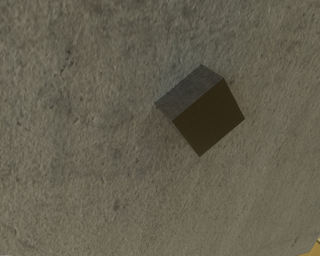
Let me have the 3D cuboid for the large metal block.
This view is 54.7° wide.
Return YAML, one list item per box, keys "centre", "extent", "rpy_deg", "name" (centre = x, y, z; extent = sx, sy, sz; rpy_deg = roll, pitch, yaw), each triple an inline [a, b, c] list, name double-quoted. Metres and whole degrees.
- centre: [0.053, -0.022, 0.408]
  extent: [0.080, 0.050, 0.080]
  rpy_deg: [-40, 130, -1]
  name: "large metal block"
